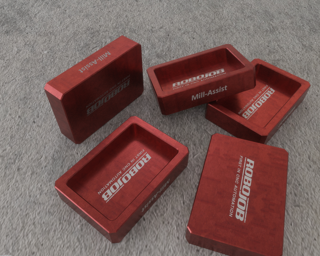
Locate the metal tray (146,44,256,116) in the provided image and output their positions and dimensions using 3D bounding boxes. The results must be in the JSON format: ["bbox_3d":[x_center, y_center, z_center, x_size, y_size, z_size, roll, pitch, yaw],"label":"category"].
[{"bbox_3d":[0.054,-0.070,0.431,0.131,0.030,0.090,-17,37,-2],"label":"metal tray"}]

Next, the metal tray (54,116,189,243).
[{"bbox_3d":[-0.039,0.052,0.355,0.090,0.030,0.131,32,57,23],"label":"metal tray"}]

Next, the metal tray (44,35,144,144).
[{"bbox_3d":[-0.077,-0.050,0.402,0.030,0.090,0.131,32,57,24],"label":"metal tray"}]

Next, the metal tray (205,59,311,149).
[{"bbox_3d":[0.137,-0.039,0.433,0.090,0.030,0.131,34,58,25],"label":"metal tray"}]

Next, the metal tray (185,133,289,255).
[{"bbox_3d":[0.088,0.072,0.340,0.090,0.030,0.130,14,51,11],"label":"metal tray"}]
